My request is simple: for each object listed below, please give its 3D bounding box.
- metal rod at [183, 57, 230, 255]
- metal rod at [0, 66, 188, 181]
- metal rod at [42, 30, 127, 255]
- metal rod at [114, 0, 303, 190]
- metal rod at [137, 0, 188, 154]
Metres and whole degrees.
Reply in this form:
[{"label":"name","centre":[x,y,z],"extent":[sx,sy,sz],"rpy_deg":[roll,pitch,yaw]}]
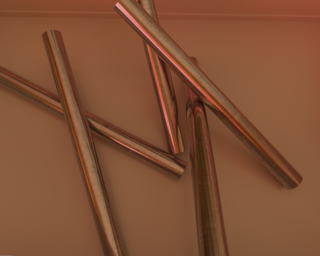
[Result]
[{"label":"metal rod","centre":[0.044,0.016,0.342],"extent":[0.025,0.025,0.300],"rpy_deg":[0,46,0]},{"label":"metal rod","centre":[-0.103,-0.012,0.412],"extent":[0.301,0.025,0.025],"rpy_deg":[27,72,9]},{"label":"metal rod","centre":[-0.095,0.017,0.380],"extent":[0.025,0.025,0.299],"rpy_deg":[-18,79,-7]},{"label":"metal rod","centre":[0.063,-0.037,0.367],"extent":[0.300,0.025,0.025],"rpy_deg":[45,75,-8]},{"label":"metal rod","centre":[-0.011,-0.114,0.378],"extent":[0.025,0.025,0.298],"rpy_deg":[-14,99,-5]}]
